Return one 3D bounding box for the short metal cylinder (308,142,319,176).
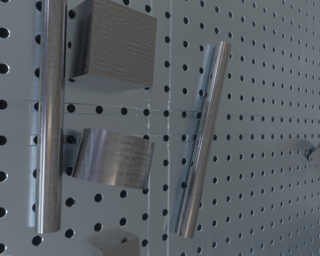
[{"bbox_3d":[0.386,0.070,0.698,0.050,0.080,0.080,-37,113,-34],"label":"short metal cylinder"}]

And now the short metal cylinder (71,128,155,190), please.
[{"bbox_3d":[-0.049,0.034,0.333,0.080,0.080,0.050,18,78,-39],"label":"short metal cylinder"}]

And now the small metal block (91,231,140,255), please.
[{"bbox_3d":[-0.051,0.158,0.367,0.050,0.025,0.050,-6,94,-40],"label":"small metal block"}]

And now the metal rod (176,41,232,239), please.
[{"bbox_3d":[0.068,0.011,0.466,0.025,0.025,0.299,22,76,-38],"label":"metal rod"}]

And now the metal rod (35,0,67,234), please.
[{"bbox_3d":[-0.110,-0.046,0.316,0.025,0.025,0.298,2,89,-40],"label":"metal rod"}]

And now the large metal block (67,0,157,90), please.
[{"bbox_3d":[-0.053,-0.090,0.349,0.081,0.050,0.080,6,86,-40],"label":"large metal block"}]
